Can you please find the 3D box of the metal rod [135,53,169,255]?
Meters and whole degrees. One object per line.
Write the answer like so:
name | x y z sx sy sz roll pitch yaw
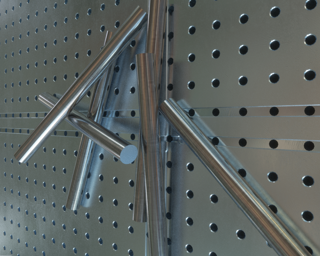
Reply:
metal rod | -0.009 0.056 0.400 0.025 0.025 0.298 -1 95 40

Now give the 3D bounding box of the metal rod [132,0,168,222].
metal rod | -0.014 -0.022 0.422 0.025 0.025 0.298 8 95 40

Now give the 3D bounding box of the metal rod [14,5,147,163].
metal rod | -0.122 -0.057 0.464 0.299 0.025 0.025 -46 62 14

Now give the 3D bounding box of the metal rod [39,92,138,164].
metal rod | -0.129 -0.012 0.484 0.300 0.025 0.025 26 107 47

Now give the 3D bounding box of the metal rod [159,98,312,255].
metal rod | 0.092 0.074 0.334 0.300 0.025 0.025 51 120 27

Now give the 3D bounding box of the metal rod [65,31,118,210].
metal rod | -0.109 -0.004 0.500 0.025 0.025 0.298 27 107 37
